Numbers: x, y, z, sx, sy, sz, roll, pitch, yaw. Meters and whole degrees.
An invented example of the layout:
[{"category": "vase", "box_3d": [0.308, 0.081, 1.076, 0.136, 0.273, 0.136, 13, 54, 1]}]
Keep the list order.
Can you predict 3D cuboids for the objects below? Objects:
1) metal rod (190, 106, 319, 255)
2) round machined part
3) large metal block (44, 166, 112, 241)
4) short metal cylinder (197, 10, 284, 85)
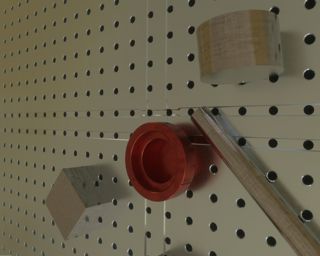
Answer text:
[{"category": "metal rod", "box_3d": [0.125, 0.093, 0.305, 0.025, 0.025, 0.300, -50, 61, 28]}, {"category": "round machined part", "box_3d": [0.005, 0.041, 0.394, 0.098, 0.042, 0.097, 0, 90, 40]}, {"category": "large metal block", "box_3d": [-0.135, 0.120, 0.505, 0.080, 0.050, 0.080, 48, 119, 29]}, {"category": "short metal cylinder", "box_3d": [0.078, -0.076, 0.309, 0.080, 0.081, 0.050, -7, 86, 40]}]
